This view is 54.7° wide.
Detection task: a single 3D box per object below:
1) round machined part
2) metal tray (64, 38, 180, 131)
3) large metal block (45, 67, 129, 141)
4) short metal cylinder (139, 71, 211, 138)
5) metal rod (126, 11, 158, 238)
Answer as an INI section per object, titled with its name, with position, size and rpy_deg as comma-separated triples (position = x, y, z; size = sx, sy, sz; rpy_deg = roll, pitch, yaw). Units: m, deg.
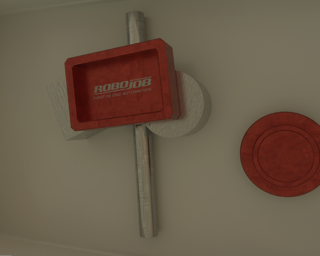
[round machined part]
position = 0.141, 0.030, 0.352
size = 0.098, 0.042, 0.097
rpy_deg = 0, 90, 19
[metal tray]
position = -0.047, -0.047, 0.370
size = 0.130, 0.030, 0.089
rpy_deg = -7, 88, 19
[large metal block]
position = -0.099, -0.035, 0.431
size = 0.080, 0.050, 0.080
rpy_deg = -25, 82, 18
[short metal cylinder]
position = 0.020, -0.028, 0.389
size = 0.080, 0.050, 0.079
rpy_deg = 0, 90, 19
[metal rod]
position = -0.024, -0.006, 0.418
size = 0.025, 0.025, 0.298
rpy_deg = -4, 89, 19
